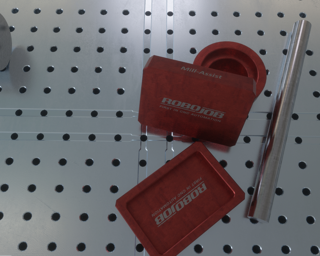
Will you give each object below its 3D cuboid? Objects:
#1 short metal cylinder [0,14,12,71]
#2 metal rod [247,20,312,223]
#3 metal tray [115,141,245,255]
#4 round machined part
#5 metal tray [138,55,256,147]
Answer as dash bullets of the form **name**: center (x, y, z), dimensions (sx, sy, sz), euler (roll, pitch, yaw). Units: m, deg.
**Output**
- **short metal cylinder**: center (-0.248, -0.120, 0.425), dimensions (0.050, 0.080, 0.080), euler (3, 70, 1)
- **metal rod**: center (0.167, -0.022, 0.421), dimensions (0.025, 0.025, 0.300), euler (18, 71, 6)
- **metal tray**: center (0.024, 0.089, 0.376), dimensions (0.131, 0.030, 0.090), euler (-35, 74, -12)
- **round machined part**: center (0.092, -0.067, 0.428), dimensions (0.099, 0.042, 0.098), euler (0, 70, 0)
- **metal tray**: center (0.042, -0.032, 0.387), dimensions (0.131, 0.089, 0.030), euler (14, 43, 5)
